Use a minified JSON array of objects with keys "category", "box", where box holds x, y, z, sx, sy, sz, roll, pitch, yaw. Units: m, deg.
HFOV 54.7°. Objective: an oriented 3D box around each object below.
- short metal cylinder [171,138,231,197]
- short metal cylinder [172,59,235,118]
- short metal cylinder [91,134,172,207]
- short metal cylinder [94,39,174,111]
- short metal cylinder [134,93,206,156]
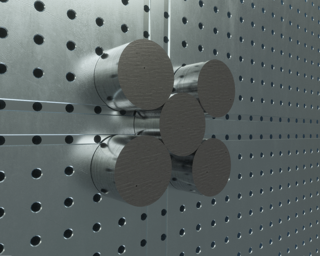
[{"category":"short metal cylinder","box":[0.056,0.053,0.441,0.081,0.050,0.079,0,90,-40]},{"category":"short metal cylinder","box":[0.063,-0.054,0.445,0.081,0.050,0.079,0,90,-40]},{"category":"short metal cylinder","box":[-0.033,0.048,0.366,0.081,0.050,0.079,0,90,-40]},{"category":"short metal cylinder","box":[-0.030,-0.060,0.369,0.081,0.050,0.079,0,90,-40]},{"category":"short metal cylinder","box":[0.014,-0.005,0.406,0.081,0.050,0.079,0,90,-40]}]
